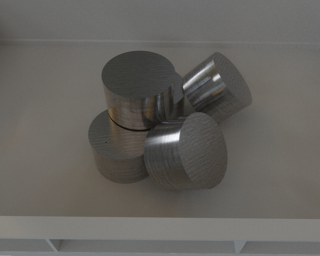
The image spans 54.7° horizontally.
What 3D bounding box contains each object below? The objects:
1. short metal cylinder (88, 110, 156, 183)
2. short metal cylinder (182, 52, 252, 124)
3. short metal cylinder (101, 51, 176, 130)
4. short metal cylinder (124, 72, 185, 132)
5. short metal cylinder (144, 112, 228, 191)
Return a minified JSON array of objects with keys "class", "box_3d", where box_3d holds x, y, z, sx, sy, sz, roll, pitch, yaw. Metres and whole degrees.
[{"class":"short metal cylinder","box_3d":[-0.041,0.019,0.371,0.081,0.050,0.080,0,50,0]},{"class":"short metal cylinder","box_3d":[0.075,-0.051,0.404,0.080,0.050,0.080,33,38,-31]},{"class":"short metal cylinder","box_3d":[-0.023,-0.044,0.357,0.081,0.050,0.080,0,50,0]},{"class":"short metal cylinder","box_3d":[-0.007,-0.038,0.418,0.081,0.050,0.080,0,50,0]},{"class":"short metal cylinder","box_3d":[0.029,0.027,0.336,0.050,0.080,0.080,-15,35,44]}]
